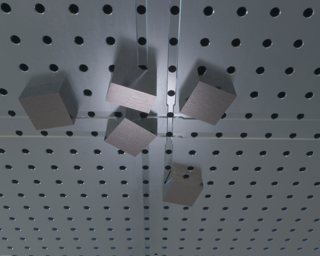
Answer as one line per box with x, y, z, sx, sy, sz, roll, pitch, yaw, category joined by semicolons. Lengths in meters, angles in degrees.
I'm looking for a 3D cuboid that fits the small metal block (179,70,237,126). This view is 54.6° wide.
0.057;-0.036;0.381;0.050;0.025;0.050;19;128;-16;small metal block

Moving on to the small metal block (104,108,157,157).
-0.039;0.006;0.416;0.050;0.025;0.050;31;124;-24;small metal block

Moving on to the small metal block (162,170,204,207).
0.035;0.097;0.494;0.050;0.025;0.050;13;129;-11;small metal block

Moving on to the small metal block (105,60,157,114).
-0.032;-0.048;0.354;0.050;0.050;0.025;16;128;-13;small metal block

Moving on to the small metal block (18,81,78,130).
-0.138;-0.027;0.387;0.050;0.025;0.050;-8;130;6;small metal block
